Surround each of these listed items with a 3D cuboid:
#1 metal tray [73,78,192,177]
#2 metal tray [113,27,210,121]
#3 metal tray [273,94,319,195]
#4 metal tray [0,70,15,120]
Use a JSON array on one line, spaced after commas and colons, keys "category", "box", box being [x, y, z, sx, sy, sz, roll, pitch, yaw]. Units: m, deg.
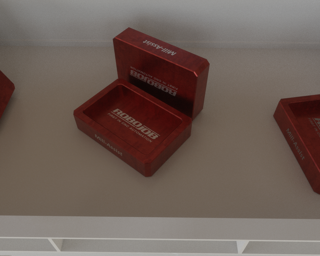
[{"category": "metal tray", "box": [-0.036, -0.006, 0.406, 0.130, 0.030, 0.090, 32, 57, 24]}, {"category": "metal tray", "box": [-0.001, -0.072, 0.423, 0.130, 0.090, 0.030, 28, 56, 21]}, {"category": "metal tray", "box": [0.213, 0.014, 0.391, 0.091, 0.030, 0.130, -7, 50, -6]}, {"category": "metal tray", "box": [-0.251, -0.063, 0.387, 0.030, 0.130, 0.090, -13, 48, 17]}]
